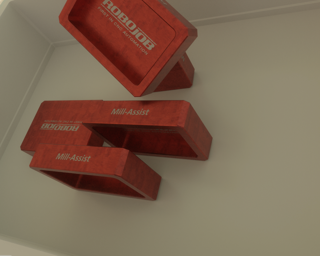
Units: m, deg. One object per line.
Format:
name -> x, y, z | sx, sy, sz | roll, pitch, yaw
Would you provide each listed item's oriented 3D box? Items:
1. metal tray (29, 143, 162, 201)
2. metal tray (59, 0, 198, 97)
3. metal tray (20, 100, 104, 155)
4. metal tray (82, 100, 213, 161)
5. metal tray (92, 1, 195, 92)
metal tray -> -0.075, 0.053, 0.369 | 0.130, 0.090, 0.030 | 1, 62, 28
metal tray -> -0.037, -0.108, 0.327 | 0.130, 0.030, 0.090 | 45, 117, 7
metal tray -> -0.142, 0.003, 0.473 | 0.130, 0.030, 0.090 | 2, 63, 28
metal tray -> -0.014, 0.003, 0.367 | 0.130, 0.090, 0.030 | 2, 64, 29
metal tray -> -0.018, -0.097, 0.406 | 0.090, 0.130, 0.030 | -4, 60, 26
